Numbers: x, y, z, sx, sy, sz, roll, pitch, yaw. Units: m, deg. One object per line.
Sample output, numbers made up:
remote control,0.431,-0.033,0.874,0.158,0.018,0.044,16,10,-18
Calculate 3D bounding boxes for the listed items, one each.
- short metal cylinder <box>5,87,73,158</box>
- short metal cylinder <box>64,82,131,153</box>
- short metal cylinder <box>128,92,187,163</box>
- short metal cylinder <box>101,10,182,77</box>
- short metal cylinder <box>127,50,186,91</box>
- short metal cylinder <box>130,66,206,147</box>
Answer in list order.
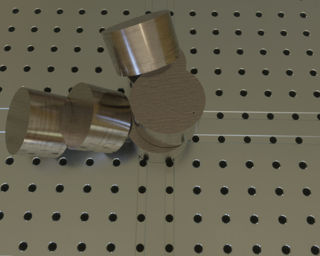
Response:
short metal cylinder,-0.148,-0.005,0.376,0.050,0.080,0.080,11,63,-42
short metal cylinder,-0.079,-0.011,0.378,0.050,0.080,0.080,11,63,-41
short metal cylinder,-0.001,0.000,0.398,0.081,0.050,0.080,0,70,0
short metal cylinder,-0.021,-0.099,0.358,0.080,0.080,0.050,-22,115,-8
short metal cylinder,-0.006,-0.076,0.425,0.081,0.050,0.080,0,70,0
short metal cylinder,0.008,-0.023,0.352,0.081,0.050,0.080,0,70,0
